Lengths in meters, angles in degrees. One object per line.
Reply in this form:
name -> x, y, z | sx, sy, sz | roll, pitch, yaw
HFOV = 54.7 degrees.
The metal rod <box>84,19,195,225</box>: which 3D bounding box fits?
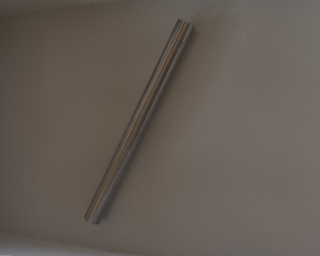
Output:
metal rod -> -0.031, -0.002, 0.420 | 0.025, 0.025, 0.298 | 29, 99, 17
